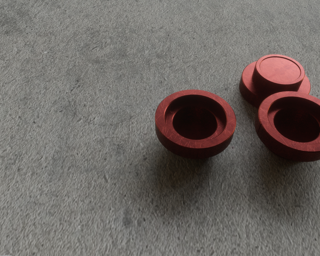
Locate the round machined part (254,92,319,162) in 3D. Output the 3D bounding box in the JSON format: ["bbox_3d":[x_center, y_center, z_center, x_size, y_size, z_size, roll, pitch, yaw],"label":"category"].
[{"bbox_3d":[0.169,0.002,0.391,0.099,0.042,0.098,0,51,0],"label":"round machined part"}]

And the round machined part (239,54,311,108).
[{"bbox_3d":[0.170,-0.071,0.452,0.099,0.042,0.098,0,50,0],"label":"round machined part"}]

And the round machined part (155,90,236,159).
[{"bbox_3d":[0.043,0.000,0.393,0.099,0.042,0.098,0,50,0],"label":"round machined part"}]
